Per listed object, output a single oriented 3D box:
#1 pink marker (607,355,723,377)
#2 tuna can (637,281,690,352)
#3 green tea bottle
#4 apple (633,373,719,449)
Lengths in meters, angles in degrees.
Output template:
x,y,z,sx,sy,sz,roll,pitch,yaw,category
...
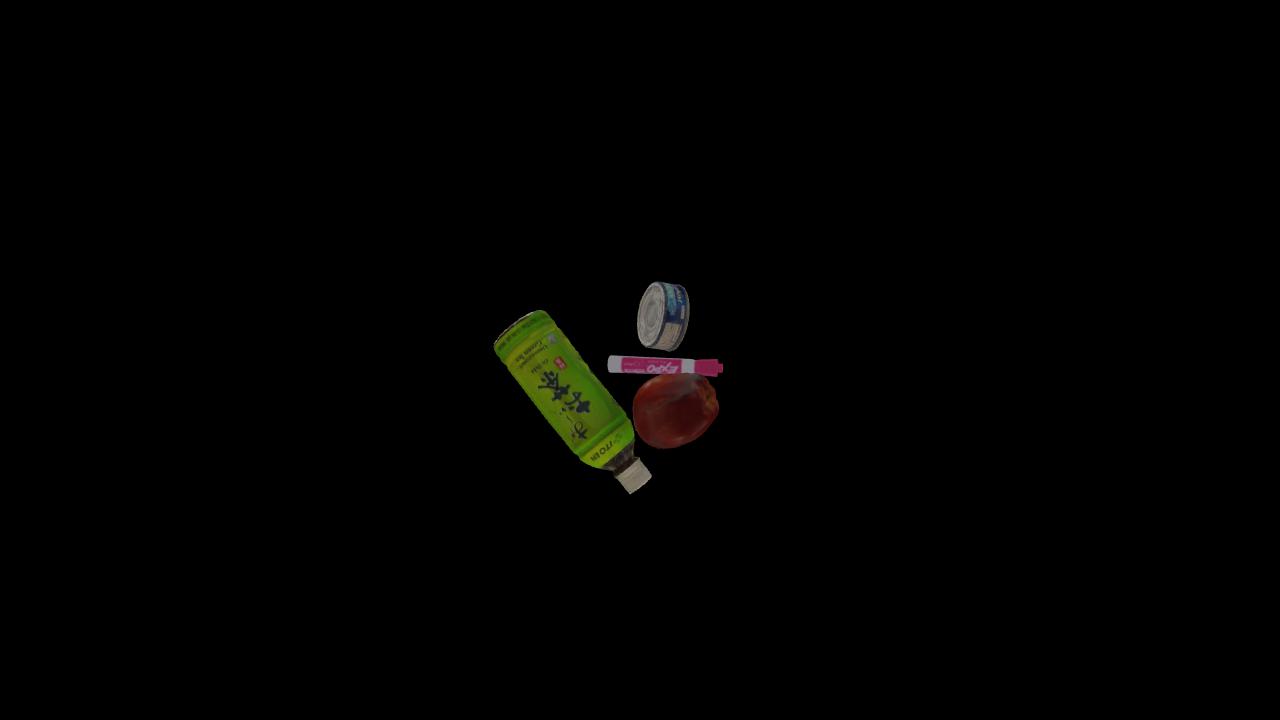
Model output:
x,y,z,sx,sy,sz,roll,pitch,yaw,category
0.026,0.006,0.644,0.121,0.020,0.020,2,0,14,pink marker
0.027,-0.054,0.758,0.034,0.084,0.084,8,-3,-23,tuna can
-0.064,0.048,0.646,0.073,0.212,0.073,-38,-2,-1,green tea bottle
0.035,0.052,0.638,0.093,0.079,0.079,-20,-11,31,apple
